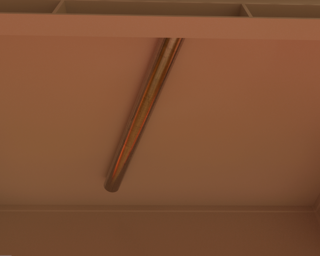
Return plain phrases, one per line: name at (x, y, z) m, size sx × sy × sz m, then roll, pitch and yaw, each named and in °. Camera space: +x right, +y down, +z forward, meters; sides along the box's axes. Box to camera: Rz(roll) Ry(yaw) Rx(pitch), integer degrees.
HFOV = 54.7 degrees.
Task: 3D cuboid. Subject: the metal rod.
metal rod at (-0.025, -0.016, 0.394) m, size 0.025 × 0.025 × 0.298 m, roll 15°, pitch 128°, yaw -13°
